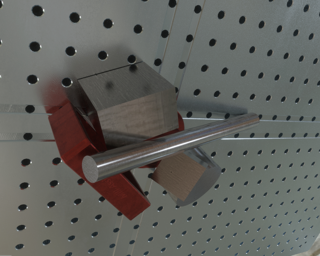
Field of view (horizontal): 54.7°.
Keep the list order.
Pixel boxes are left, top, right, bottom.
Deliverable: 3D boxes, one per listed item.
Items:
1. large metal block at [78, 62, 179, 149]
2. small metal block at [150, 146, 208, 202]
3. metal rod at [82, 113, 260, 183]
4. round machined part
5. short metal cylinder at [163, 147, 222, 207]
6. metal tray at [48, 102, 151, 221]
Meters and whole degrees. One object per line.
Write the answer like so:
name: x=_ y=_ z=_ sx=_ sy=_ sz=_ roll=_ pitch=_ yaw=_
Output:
large metal block: x=-0.035 y=-0.027 z=0.339 sx=0.081 sy=0.080 sz=0.050 roll=-20 pitch=126 yaw=-17
small metal block: x=0.024 y=0.054 z=0.387 sx=0.050 sy=0.050 sz=0.025 roll=-58 pitch=170 yaw=11
metal rod: x=0.042 y=0.012 z=0.382 sx=0.302 sy=0.025 sz=0.025 roll=-13 pitch=127 yaw=-45
round machined part: x=-0.010 y=0.014 z=0.408 sx=0.099 sy=0.042 sz=0.097 roll=-14 pitch=125 yaw=-21
short metal cylinder: x=0.041 y=0.067 z=0.445 sx=0.081 sy=0.050 sz=0.080 roll=-29 pitch=147 yaw=-21
metal tray: x=-0.068 y=0.040 z=0.357 sx=0.030 sy=0.090 sz=0.130 roll=-38 pitch=130 yaw=-3
